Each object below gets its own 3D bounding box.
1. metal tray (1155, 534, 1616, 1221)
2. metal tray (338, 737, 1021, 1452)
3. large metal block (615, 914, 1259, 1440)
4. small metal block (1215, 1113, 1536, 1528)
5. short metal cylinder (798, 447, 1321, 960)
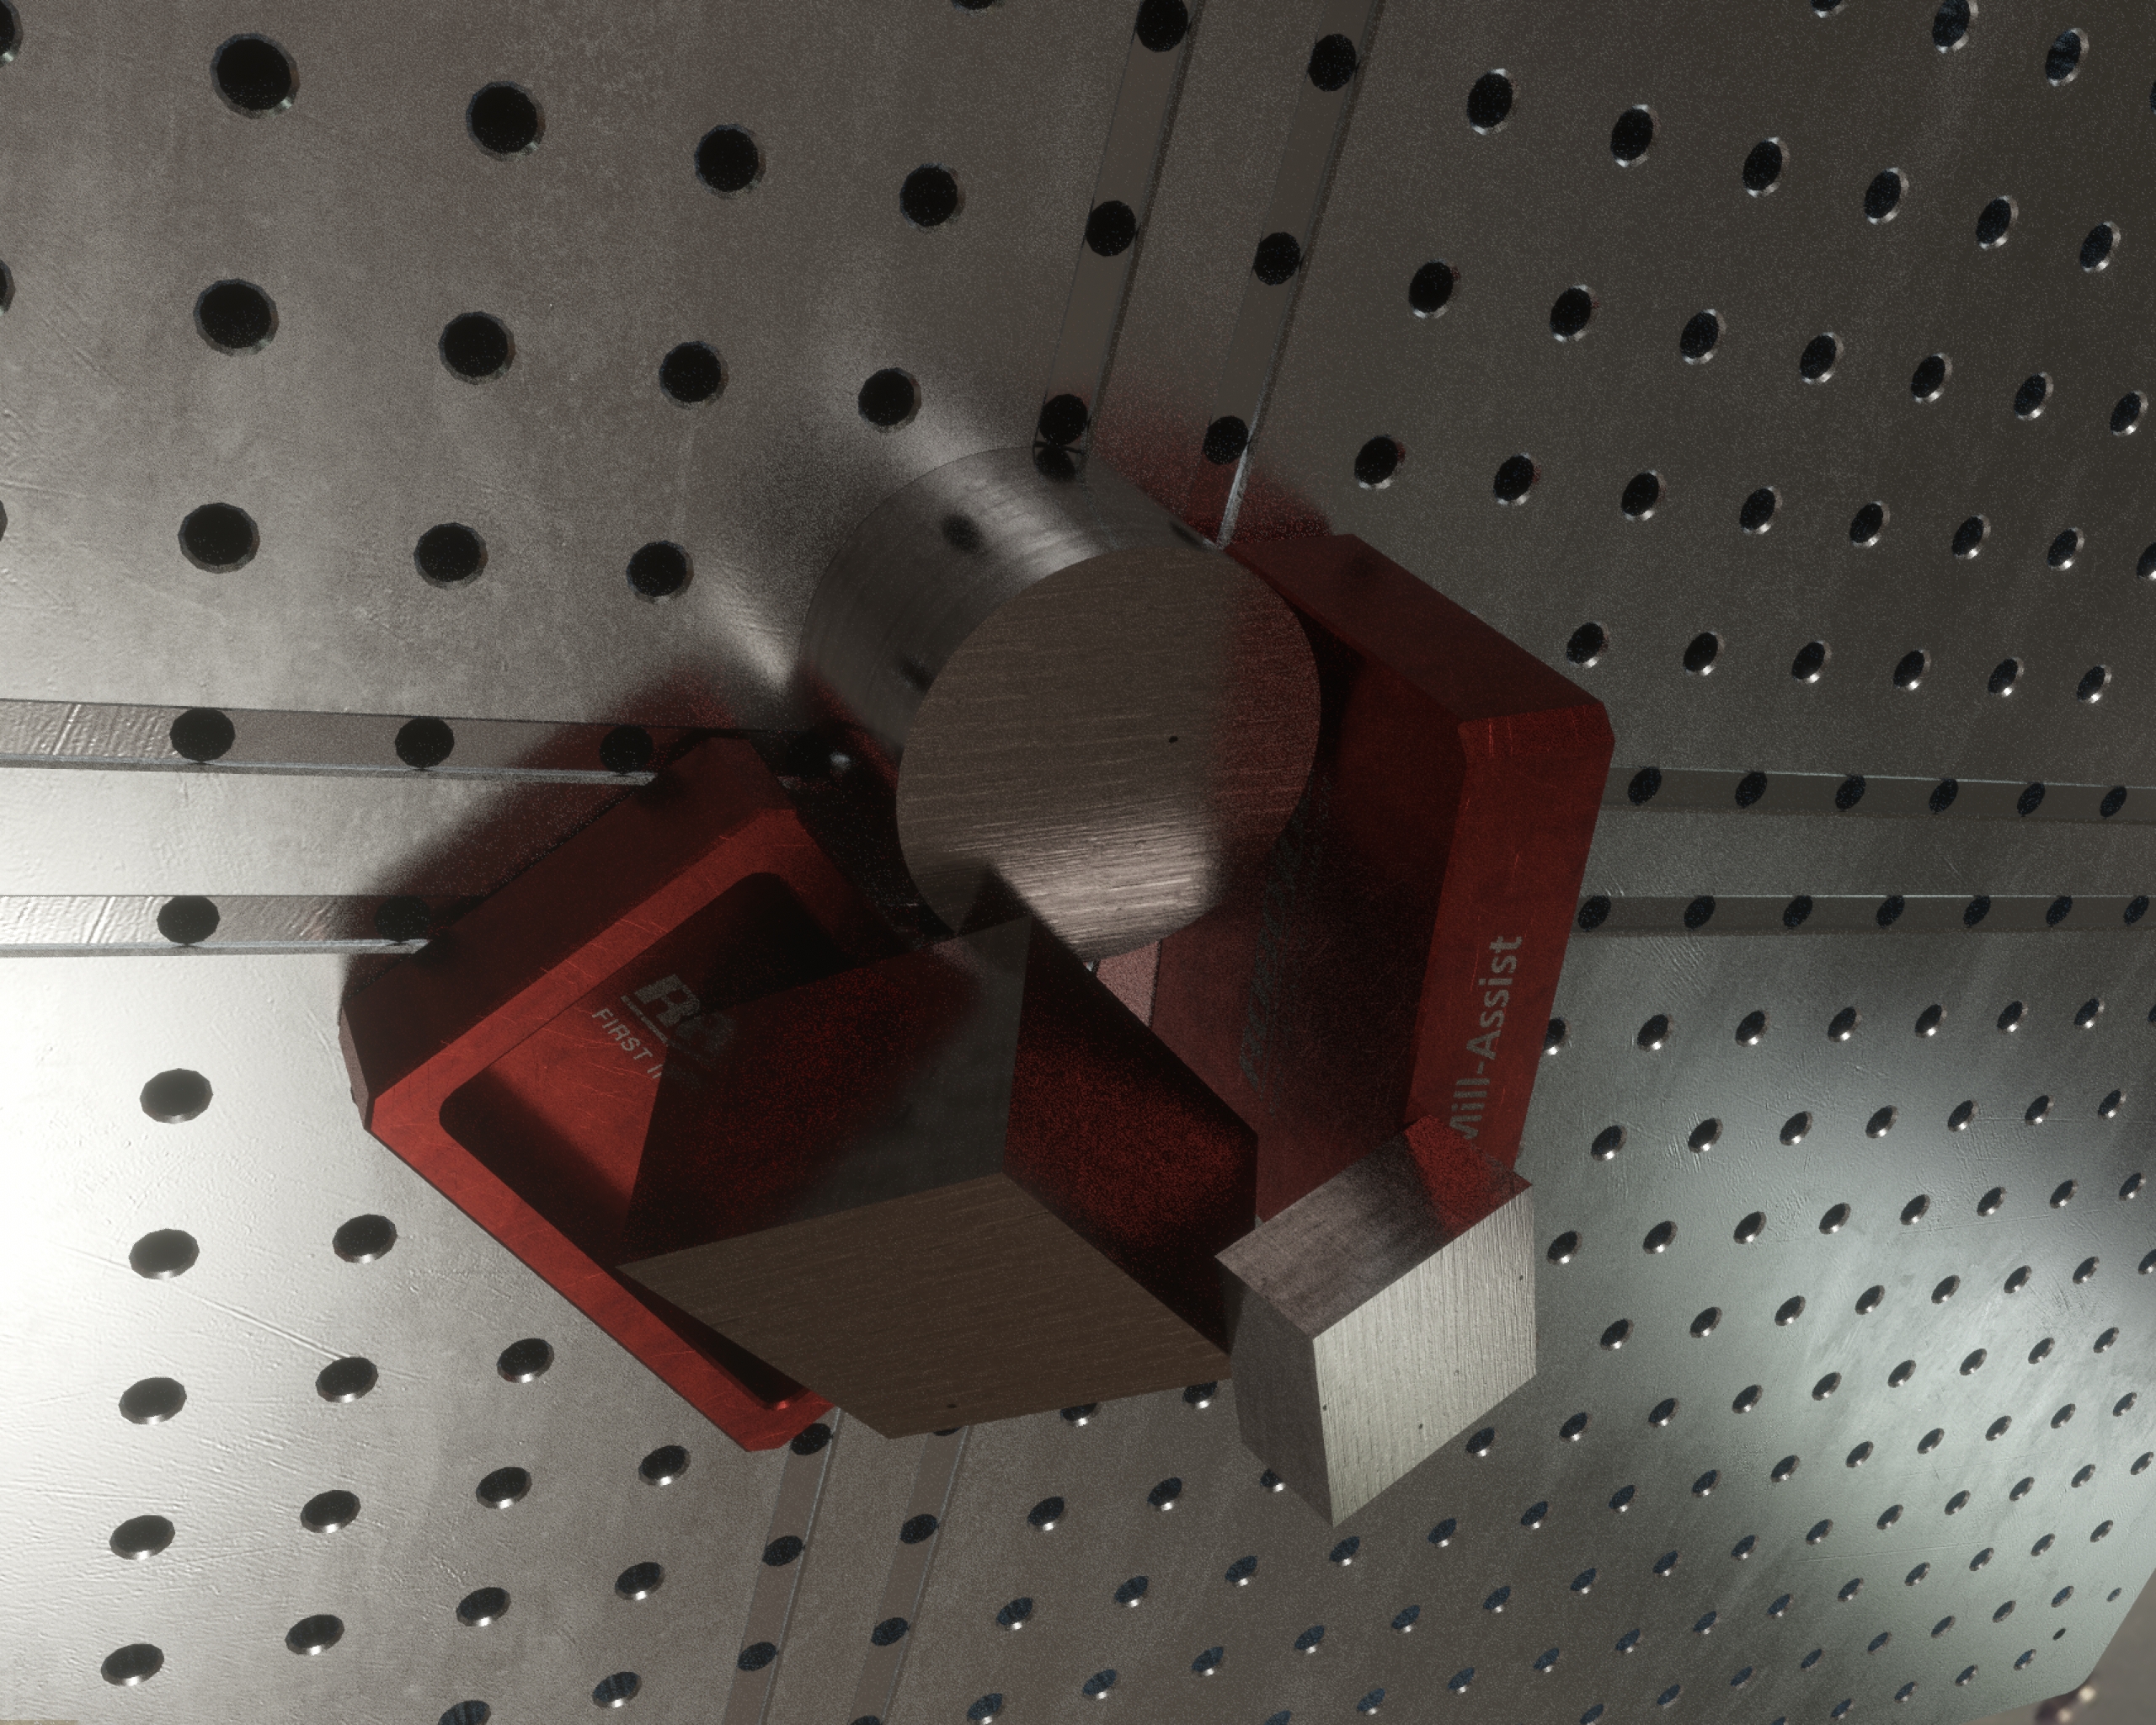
[{"bbox_3d":[0.053,0.012,0.407,0.030,0.090,0.129,-9,123,-24],"label":"metal tray"},{"bbox_3d":[-0.064,0.049,0.403,0.090,0.030,0.130,-37,130,-4],"label":"metal tray"},{"bbox_3d":[-0.022,0.061,0.382,0.080,0.050,0.080,-18,136,27],"label":"large metal block"},{"bbox_3d":[0.054,0.081,0.371,0.050,0.025,0.050,-29,130,-25],"label":"small metal block"},{"bbox_3d":[-0.004,-0.029,0.377,0.081,0.050,0.079,-14,125,-21],"label":"short metal cylinder"}]
